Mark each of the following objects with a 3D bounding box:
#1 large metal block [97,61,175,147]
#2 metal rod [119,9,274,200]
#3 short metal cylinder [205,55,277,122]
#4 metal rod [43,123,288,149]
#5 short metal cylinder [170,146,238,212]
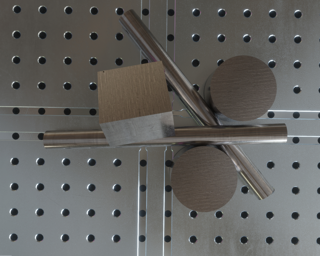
[{"bbox_3d":[-0.029,-0.030,0.379,0.080,0.050,0.080,-10,55,0],"label":"large metal block"},{"bbox_3d":[0.048,-0.030,0.410,0.025,0.025,0.300,-38,90,0],"label":"metal rod"},{"bbox_3d":[0.101,-0.048,0.398,0.081,0.050,0.079,0,90,0],"label":"short metal cylinder"},{"bbox_3d":[0.002,0.011,0.393,0.302,0.025,0.025,-2,90,6],"label":"metal rod"},{"bbox_3d":[0.053,0.061,0.398,0.081,0.050,0.079,0,90,0],"label":"short metal cylinder"}]
